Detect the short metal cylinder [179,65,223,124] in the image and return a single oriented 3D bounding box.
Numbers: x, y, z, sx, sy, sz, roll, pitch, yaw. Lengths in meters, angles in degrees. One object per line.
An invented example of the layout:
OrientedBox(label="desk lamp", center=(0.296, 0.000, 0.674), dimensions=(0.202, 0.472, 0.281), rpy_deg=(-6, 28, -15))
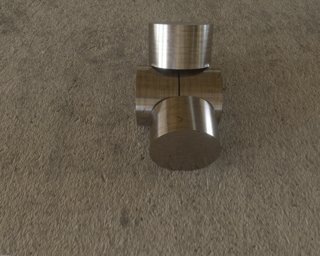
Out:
OrientedBox(label="short metal cylinder", center=(0.049, -0.042, 0.404), dimensions=(0.050, 0.080, 0.080), rpy_deg=(0, 50, 0))

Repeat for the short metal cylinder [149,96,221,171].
OrientedBox(label="short metal cylinder", center=(0.028, 0.008, 0.363), dimensions=(0.081, 0.080, 0.050), rpy_deg=(0, 50, 0))

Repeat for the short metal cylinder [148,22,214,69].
OrientedBox(label="short metal cylinder", center=(0.026, -0.107, 0.393), dimensions=(0.081, 0.050, 0.080), rpy_deg=(1, 22, 0))

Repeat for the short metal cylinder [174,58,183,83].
OrientedBox(label="short metal cylinder", center=(0.031, -0.093, 0.468), dimensions=(0.081, 0.050, 0.080), rpy_deg=(0, 50, 0))

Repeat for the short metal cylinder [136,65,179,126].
OrientedBox(label="short metal cylinder", center=(-0.003, -0.042, 0.405), dimensions=(0.050, 0.080, 0.080), rpy_deg=(1, 50, 0))
